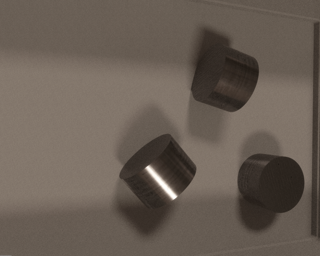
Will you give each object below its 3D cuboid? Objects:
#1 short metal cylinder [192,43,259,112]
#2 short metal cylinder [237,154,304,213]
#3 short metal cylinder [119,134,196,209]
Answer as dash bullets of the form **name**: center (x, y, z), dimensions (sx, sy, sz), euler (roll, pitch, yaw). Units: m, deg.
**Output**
- **short metal cylinder**: center (0.085, -0.066, 0.414), dimensions (0.050, 0.080, 0.080), euler (17, 84, -20)
- **short metal cylinder**: center (0.164, 0.080, 0.460), dimensions (0.081, 0.050, 0.079), euler (0, 90, -21)
- **short metal cylinder**: center (-0.003, 0.052, 0.381), dimensions (0.080, 0.080, 0.050), euler (-43, 104, -15)
